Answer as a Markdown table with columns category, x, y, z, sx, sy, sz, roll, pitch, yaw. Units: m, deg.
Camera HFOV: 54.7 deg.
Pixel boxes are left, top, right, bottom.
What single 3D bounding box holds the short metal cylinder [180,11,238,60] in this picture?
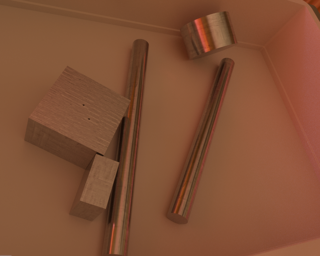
| category | x | y | z | sx | sy | sz | roll | pitch | yaw |
| --- | --- | --- | --- | --- | --- | --- | --- | --- | --- |
| short metal cylinder | 0.078 | -0.146 | 0.495 | 0.081 | 0.080 | 0.050 | -22 | 97 | -36 |

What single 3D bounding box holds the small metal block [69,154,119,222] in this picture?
| category | x | y | z | sx | sy | sz | roll | pitch | yaw |
| --- | --- | --- | --- | --- | --- | --- | --- | --- | --- |
| small metal block | -0.067 | 0.062 | 0.316 | 0.025 | 0.050 | 0.050 | 23 | 53 | -15 |

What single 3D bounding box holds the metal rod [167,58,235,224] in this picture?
| category | x | y | z | sx | sy | sz | roll | pitch | yaw |
| --- | --- | --- | --- | --- | --- | --- | --- | --- | --- |
| metal rod | 0.069 | -0.004 | 0.446 | 0.025 | 0.025 | 0.301 | 31 | 51 | -9 |

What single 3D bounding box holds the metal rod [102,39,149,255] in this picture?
| category | x | y | z | sx | sy | sz | roll | pitch | yaw |
| --- | --- | --- | --- | --- | --- | --- | --- | --- | --- |
| metal rod | -0.037 | 0.001 | 0.386 | 0.025 | 0.025 | 0.300 | 17 | 55 | -19 |

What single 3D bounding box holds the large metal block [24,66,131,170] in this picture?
| category | x | y | z | sx | sy | sz | roll | pitch | yaw |
| --- | --- | --- | --- | --- | --- | --- | --- | --- | --- |
| large metal block | -0.090 | -0.009 | 0.347 | 0.080 | 0.050 | 0.080 | 29 | 52 | -11 |
